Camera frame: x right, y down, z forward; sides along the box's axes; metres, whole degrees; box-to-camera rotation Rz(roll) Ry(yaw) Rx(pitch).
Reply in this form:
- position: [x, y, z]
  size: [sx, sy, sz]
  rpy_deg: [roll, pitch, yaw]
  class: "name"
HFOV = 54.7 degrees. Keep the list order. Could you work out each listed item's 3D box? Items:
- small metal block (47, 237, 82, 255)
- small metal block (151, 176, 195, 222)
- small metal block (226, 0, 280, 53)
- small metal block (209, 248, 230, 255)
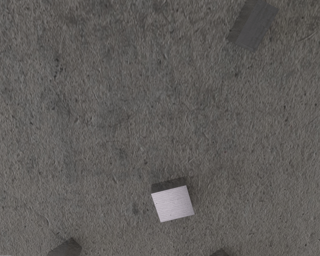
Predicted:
- position: [-0.151, 0.203, 0.470]
  size: [0.050, 0.050, 0.025]
  rpy_deg: [-35, 106, 12]
  class: "small metal block"
- position: [0.019, 0.103, 0.448]
  size: [0.050, 0.025, 0.050]
  rpy_deg: [-15, 110, 5]
  class: "small metal block"
- position: [0.103, -0.117, 0.354]
  size: [0.025, 0.050, 0.050]
  rpy_deg: [24, 108, -9]
  class: "small metal block"
- position: [0.096, 0.229, 0.495]
  size: [0.050, 0.025, 0.050]
  rpy_deg: [-40, 106, 13]
  class: "small metal block"
